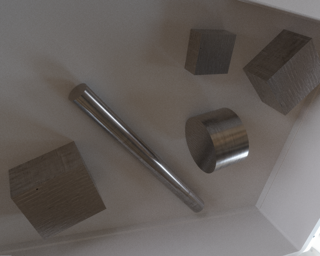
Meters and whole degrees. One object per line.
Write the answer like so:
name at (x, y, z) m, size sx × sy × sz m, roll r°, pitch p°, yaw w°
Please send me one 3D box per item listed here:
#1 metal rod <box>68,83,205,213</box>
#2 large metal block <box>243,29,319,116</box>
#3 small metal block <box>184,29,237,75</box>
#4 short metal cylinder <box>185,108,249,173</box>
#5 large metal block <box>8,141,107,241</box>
metal rod at (-0.013, 0.047, 0.432) m, size 0.025 × 0.025 × 0.300 m, roll -42°, pitch 130°, yaw 0°
large metal block at (0.179, -0.079, 0.444) m, size 0.080 × 0.050 × 0.080 m, roll -44°, pitch 130°, yaw 2°
small metal block at (0.062, -0.095, 0.386) m, size 0.050 × 0.025 × 0.050 m, roll -7°, pitch 122°, yaw -25°
short metal cylinder at (0.076, 0.017, 0.427) m, size 0.050 × 0.080 × 0.079 m, roll -17°, pitch 126°, yaw -19°
large metal block at (-0.122, 0.075, 0.373) m, size 0.081 × 0.050 × 0.080 m, roll -25°, pitch 128°, yaw -13°
